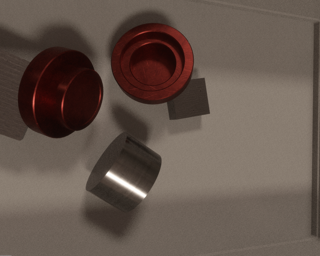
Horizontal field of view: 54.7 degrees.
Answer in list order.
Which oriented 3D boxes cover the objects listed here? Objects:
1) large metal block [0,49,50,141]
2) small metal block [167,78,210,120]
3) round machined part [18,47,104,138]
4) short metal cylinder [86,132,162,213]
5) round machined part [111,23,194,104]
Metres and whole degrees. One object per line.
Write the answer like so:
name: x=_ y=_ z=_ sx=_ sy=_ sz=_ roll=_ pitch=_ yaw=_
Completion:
large metal block: x=-0.174 y=-0.039 z=0.333 sx=0.080 sy=0.050 sz=0.080 roll=23 pitch=82 yaw=-19
small metal block: x=0.037 y=-0.040 z=0.425 sx=0.050 sy=0.025 sz=0.050 roll=-10 pitch=94 yaw=-20
round machined part: x=-0.098 y=-0.035 z=0.335 sx=0.042 sy=0.098 sz=0.098 roll=18 pitch=82 yaw=21
short metal cylinder: x=-0.043 y=0.052 z=0.366 sx=0.050 sy=0.080 sz=0.080 roll=36 pitch=78 yaw=-17
round machined part: x=-0.008 y=-0.076 z=0.386 sx=0.099 sy=0.042 sz=0.098 roll=0 pitch=79 yaw=3
